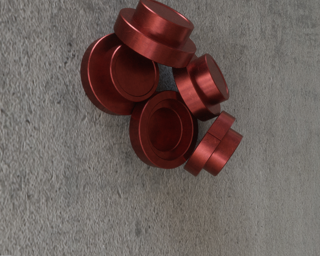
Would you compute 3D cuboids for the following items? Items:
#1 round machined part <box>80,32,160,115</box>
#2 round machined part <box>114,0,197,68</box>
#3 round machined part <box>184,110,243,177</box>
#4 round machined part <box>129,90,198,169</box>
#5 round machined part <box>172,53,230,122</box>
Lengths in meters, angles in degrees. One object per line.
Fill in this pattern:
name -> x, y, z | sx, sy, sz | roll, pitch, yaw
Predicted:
round machined part -> -0.040, -0.064, 0.365 | 0.099, 0.042, 0.097 | 0, 90, -40
round machined part -> 0.000, -0.115, 0.359 | 0.099, 0.098, 0.042 | 1, 131, -40
round machined part -> 0.078, 0.028, 0.427 | 0.042, 0.098, 0.098 | 34, 62, 9
round machined part -> 0.000, 0.002, 0.397 | 0.099, 0.042, 0.097 | 0, 90, -40
round machined part -> 0.060, -0.061, 0.419 | 0.098, 0.042, 0.098 | 44, 33, -38
